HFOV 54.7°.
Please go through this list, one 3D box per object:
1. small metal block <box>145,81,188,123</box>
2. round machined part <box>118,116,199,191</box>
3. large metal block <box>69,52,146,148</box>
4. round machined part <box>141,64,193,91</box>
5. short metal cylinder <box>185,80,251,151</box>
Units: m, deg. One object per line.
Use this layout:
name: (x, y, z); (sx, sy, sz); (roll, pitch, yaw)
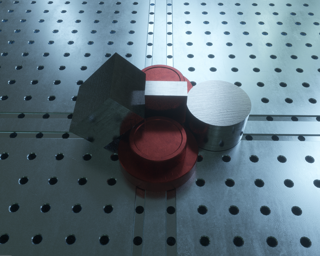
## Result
small metal block: (0.008, -0.032, 0.389); (0.050, 0.050, 0.025); (1, 50, 1)
round machined part: (-0.002, 0.024, 0.377); (0.099, 0.042, 0.098); (0, 50, 0)
large metal block: (-0.064, -0.034, 0.392); (0.050, 0.080, 0.080); (32, 40, -33)
round machined part: (0.000, -0.053, 0.441); (0.099, 0.042, 0.098); (0, 50, 0)
short metal cylinder: (0.073, -0.017, 0.405); (0.080, 0.050, 0.080); (0, 50, 0)
